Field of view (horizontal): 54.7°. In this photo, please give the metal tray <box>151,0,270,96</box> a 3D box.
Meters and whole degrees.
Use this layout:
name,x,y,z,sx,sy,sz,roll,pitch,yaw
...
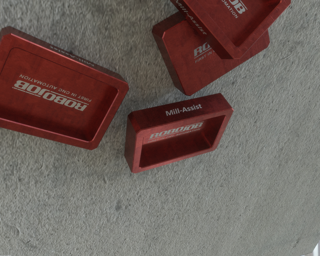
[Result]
name,x,y,z,sx,sy,sz,roll,pitch,yaw
metal tray,0.065,-0.109,0.372,0.131,0.030,0.090,-33,129,-7

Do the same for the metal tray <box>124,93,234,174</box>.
name,x,y,z,sx,sy,sz,roll,pitch,yaw
metal tray,0.022,0.007,0.401,0.131,0.030,0.089,-14,143,-21

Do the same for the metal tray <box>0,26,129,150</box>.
name,x,y,z,sx,sy,sz,roll,pitch,yaw
metal tray,-0.109,-0.034,0.322,0.131,0.030,0.090,20,108,-36

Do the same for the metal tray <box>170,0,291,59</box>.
name,x,y,z,sx,sy,sz,roll,pitch,yaw
metal tray,0.061,-0.145,0.314,0.130,0.030,0.090,43,88,-20
